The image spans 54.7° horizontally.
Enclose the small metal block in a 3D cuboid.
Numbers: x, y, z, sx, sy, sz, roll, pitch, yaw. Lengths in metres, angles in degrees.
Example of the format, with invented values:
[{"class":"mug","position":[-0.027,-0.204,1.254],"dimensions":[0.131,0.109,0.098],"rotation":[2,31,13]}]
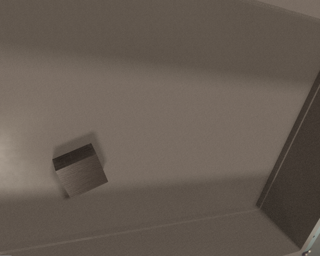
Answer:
[{"class":"small metal block","position":[-0.099,0.054,0.389],"dimensions":[0.050,0.025,0.050],"rotation":[-24,128,-14]}]
